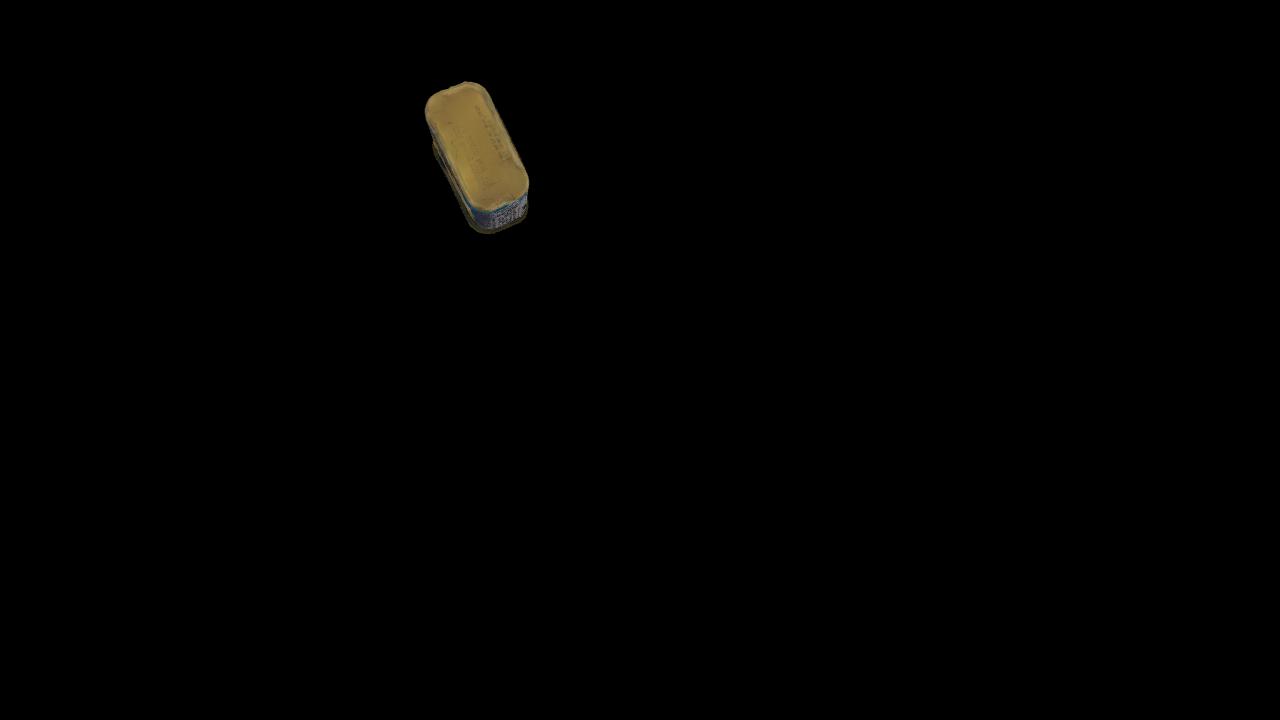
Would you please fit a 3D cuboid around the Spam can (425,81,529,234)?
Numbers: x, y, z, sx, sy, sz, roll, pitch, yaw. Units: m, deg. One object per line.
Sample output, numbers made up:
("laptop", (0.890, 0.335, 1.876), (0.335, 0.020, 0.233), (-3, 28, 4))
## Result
("Spam can", (-0.133, -0.163, 0.507), (0.058, 0.101, 0.085), (-27, 6, -10))
